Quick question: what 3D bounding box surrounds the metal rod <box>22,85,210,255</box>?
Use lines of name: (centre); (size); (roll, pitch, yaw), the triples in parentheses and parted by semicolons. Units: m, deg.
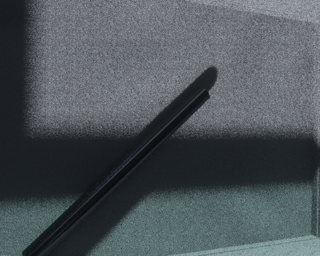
metal rod: (-0.044, 0.050, 0.394); (0.301, 0.025, 0.025); (-44, 104, -15)
